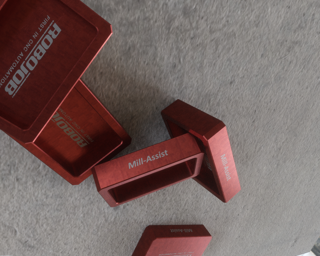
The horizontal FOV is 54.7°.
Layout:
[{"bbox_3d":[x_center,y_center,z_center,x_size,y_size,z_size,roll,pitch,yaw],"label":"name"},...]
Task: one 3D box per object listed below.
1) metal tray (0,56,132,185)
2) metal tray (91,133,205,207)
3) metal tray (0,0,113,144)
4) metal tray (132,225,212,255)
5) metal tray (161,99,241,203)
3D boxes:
[{"bbox_3d":[-0.103,-0.003,0.346,0.090,0.030,0.130,-39,130,-3],"label":"metal tray"},{"bbox_3d":[-0.012,0.056,0.396,0.131,0.030,0.090,-19,154,-8],"label":"metal tray"},{"bbox_3d":[-0.115,-0.063,0.273,0.090,0.030,0.130,36,92,-18],"label":"metal tray"},{"bbox_3d":[0.020,0.217,0.551,0.131,0.030,0.089,12,112,-34],"label":"metal tray"},{"bbox_3d":[0.056,0.032,0.414,0.030,0.090,0.129,-37,130,-17],"label":"metal tray"}]
